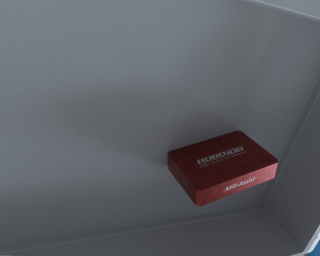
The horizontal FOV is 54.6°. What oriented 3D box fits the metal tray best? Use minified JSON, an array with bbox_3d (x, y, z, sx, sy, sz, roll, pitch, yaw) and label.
[{"bbox_3d":[0.088,0.053,0.446,0.131,0.090,0.030,-15,125,-20],"label":"metal tray"}]
